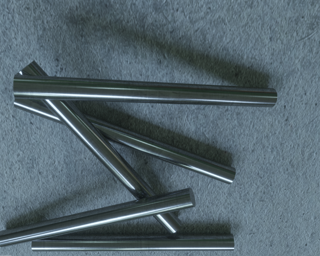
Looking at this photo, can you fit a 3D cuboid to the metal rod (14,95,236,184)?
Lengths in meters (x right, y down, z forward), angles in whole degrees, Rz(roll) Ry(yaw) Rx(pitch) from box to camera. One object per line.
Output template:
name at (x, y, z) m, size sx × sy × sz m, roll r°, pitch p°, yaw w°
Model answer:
metal rod at (-0.040, 0.015, 0.414) m, size 0.302 × 0.025 × 0.025 m, roll 21°, pitch 109°, yaw -8°

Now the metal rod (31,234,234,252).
metal rod at (-0.040, 0.175, 0.473) m, size 0.302 × 0.025 × 0.025 m, roll 0°, pitch 110°, yaw 0°

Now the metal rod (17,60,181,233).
metal rod at (-0.063, 0.040, 0.402) m, size 0.025 × 0.025 × 0.300 m, roll -33°, pitch 115°, yaw 11°

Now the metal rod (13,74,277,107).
metal rod at (-0.003, -0.041, 0.359) m, size 0.302 × 0.025 × 0.025 m, roll 1°, pitch 111°, yaw -15°

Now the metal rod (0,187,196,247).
metal rod at (-0.098, 0.128, 0.431) m, size 0.301 × 0.025 × 0.025 m, roll -16°, pitch 110°, yaw 15°
